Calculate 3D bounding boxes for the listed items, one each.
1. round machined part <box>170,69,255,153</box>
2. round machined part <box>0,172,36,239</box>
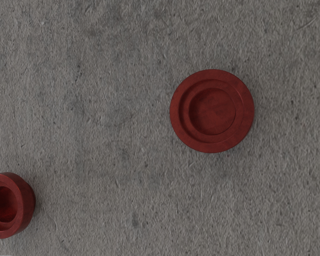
[{"bbox_3d":[0.065,-0.019,0.377,0.098,0.042,0.097,0,90,20],"label":"round machined part"},{"bbox_3d":[-0.236,0.117,0.483,0.098,0.042,0.097,0,90,20],"label":"round machined part"}]
